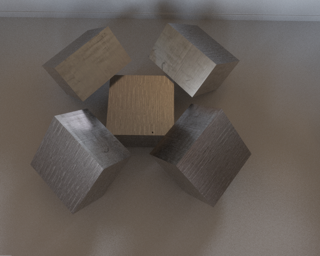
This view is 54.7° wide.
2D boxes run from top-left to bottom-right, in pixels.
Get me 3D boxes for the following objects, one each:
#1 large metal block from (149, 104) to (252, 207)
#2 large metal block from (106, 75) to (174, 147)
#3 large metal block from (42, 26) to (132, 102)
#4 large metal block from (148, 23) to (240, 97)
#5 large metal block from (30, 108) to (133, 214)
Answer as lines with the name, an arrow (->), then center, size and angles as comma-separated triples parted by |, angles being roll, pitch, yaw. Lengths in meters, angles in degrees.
large metal block -> 0.049, 0.030, 0.361 | 0.080, 0.050, 0.080 | -50, 122, -16
large metal block -> -0.023, -0.021, 0.401 | 0.080, 0.050, 0.080 | 1, 70, 0
large metal block -> -0.096, -0.084, 0.400 | 0.080, 0.080, 0.050 | -44, 119, -15
large metal block -> 0.046, -0.091, 0.406 | 0.080, 0.050, 0.081 | 45, 33, 15
large metal block -> -0.092, 0.037, 0.359 | 0.080, 0.050, 0.080 | 44, 120, 14
